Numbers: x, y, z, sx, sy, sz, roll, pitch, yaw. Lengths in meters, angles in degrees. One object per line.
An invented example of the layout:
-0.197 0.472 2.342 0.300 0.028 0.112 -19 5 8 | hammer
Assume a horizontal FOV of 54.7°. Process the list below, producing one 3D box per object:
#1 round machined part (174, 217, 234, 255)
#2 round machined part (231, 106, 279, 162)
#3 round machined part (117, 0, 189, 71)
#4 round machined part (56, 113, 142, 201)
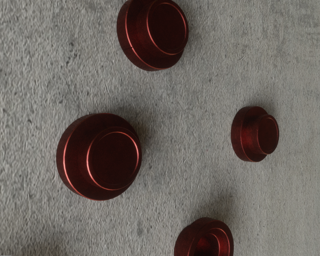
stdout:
0.058 0.177 0.443 0.099 0.042 0.097 0 90 -40 | round machined part
0.170 0.011 0.536 0.099 0.042 0.097 0 90 -40 | round machined part
-0.002 -0.123 0.392 0.099 0.042 0.097 0 90 -40 | round machined part
-0.059 0.032 0.344 0.099 0.042 0.097 0 90 -40 | round machined part
